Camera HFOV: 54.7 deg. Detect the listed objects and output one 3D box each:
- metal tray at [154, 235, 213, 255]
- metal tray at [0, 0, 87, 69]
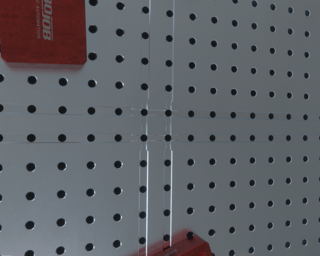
[{"bbox_3d":[0.015,0.214,0.415,0.131,0.030,0.090,-20,97,-19],"label":"metal tray"},{"bbox_3d":[-0.135,-0.137,0.360,0.091,0.030,0.129,-2,91,-20],"label":"metal tray"}]
